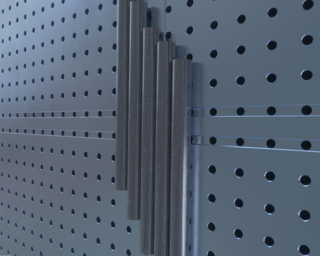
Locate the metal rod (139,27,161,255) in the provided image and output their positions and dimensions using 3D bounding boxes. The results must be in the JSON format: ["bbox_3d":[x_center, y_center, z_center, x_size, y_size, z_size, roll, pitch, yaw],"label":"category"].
[{"bbox_3d":[-0.013,0.018,0.417,0.025,0.025,0.298,1,91,39],"label":"metal rod"}]

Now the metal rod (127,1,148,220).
[{"bbox_3d":[-0.032,-0.023,0.432,0.025,0.025,0.298,1,91,39],"label":"metal rod"}]

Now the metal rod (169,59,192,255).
[{"bbox_3d":[0.025,0.066,0.386,0.025,0.025,0.298,1,91,39],"label":"metal rod"}]

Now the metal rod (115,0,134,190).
[{"bbox_3d":[-0.051,-0.061,0.449,0.025,0.025,0.298,1,91,39],"label":"metal rod"}]

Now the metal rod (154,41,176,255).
[{"bbox_3d":[0.006,0.040,0.402,0.025,0.025,0.298,1,91,39],"label":"metal rod"}]
